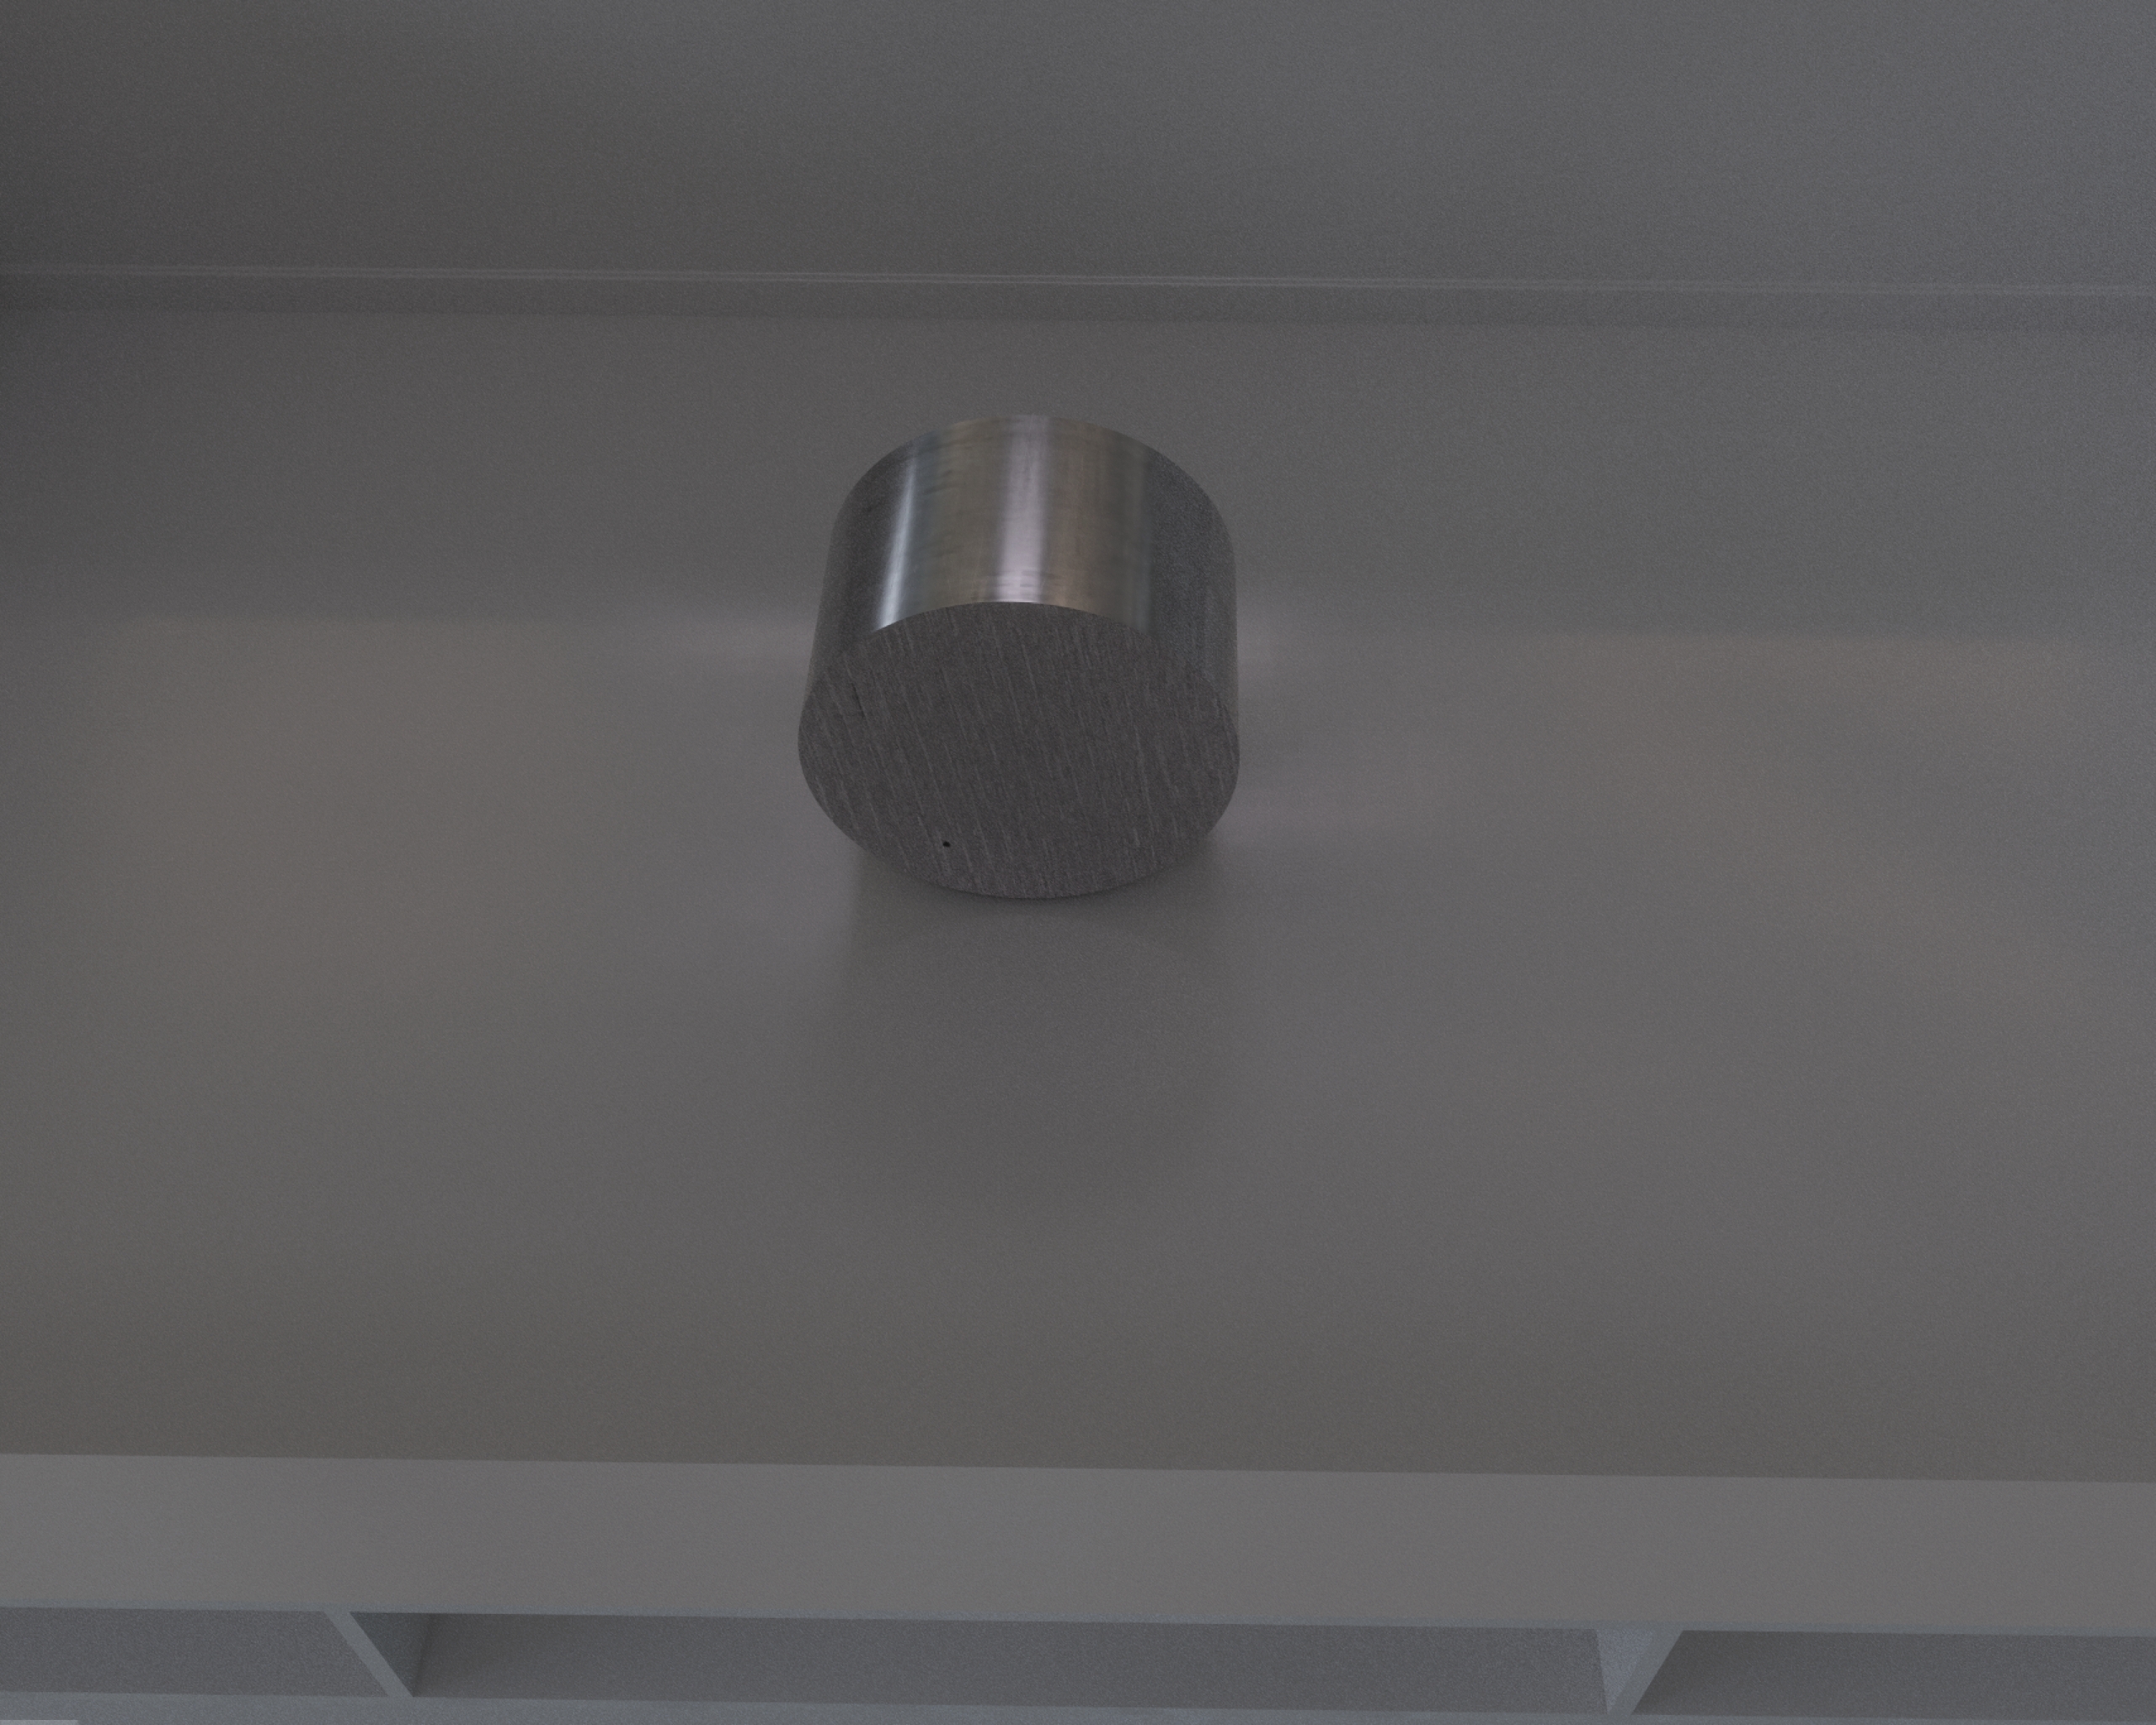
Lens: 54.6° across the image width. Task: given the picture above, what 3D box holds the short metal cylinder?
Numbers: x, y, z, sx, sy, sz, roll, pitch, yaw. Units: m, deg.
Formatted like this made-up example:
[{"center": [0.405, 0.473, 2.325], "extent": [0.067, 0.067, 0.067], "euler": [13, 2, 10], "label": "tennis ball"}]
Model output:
[{"center": [-0.010, -0.038, 0.397], "extent": [0.080, 0.080, 0.050], "euler": [1, 50, 1], "label": "short metal cylinder"}]
